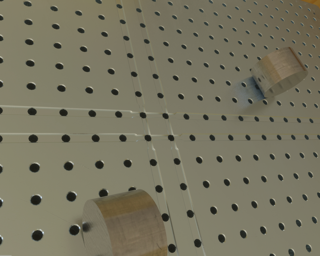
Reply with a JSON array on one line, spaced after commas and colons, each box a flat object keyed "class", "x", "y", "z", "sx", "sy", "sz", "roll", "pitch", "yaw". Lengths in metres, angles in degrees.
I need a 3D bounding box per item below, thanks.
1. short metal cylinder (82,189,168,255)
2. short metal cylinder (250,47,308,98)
[{"class": "short metal cylinder", "x": -0.036, "y": 0.102, "z": 0.291, "sx": 0.050, "sy": 0.080, "sz": 0.080, "roll": -6, "pitch": 65, "yaw": -31}, {"class": "short metal cylinder", "x": 0.208, "y": -0.096, "z": 0.543, "sx": 0.081, "sy": 0.080, "sz": 0.050, "roll": -11, "pitch": 68, "yaw": -33}]
